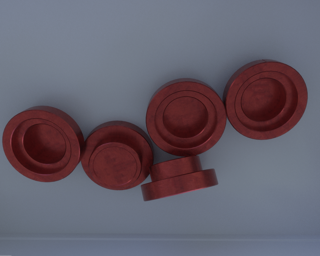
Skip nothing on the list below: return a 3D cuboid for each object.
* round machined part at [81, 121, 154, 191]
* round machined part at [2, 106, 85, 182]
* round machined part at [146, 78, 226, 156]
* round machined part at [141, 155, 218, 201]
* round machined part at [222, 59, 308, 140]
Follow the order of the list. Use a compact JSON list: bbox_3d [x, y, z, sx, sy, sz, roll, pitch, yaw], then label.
[{"bbox_3d":[-0.058,0.043,0.417,0.099,0.042,0.097,0,110,-1],"label":"round machined part"},{"bbox_3d":[-0.146,0.018,0.404,0.099,0.042,0.097,1,108,4],"label":"round machined part"},{"bbox_3d":[0.032,-0.016,0.396,0.099,0.042,0.097,0,111,0],"label":"round machined part"},{"bbox_3d":[0.023,0.064,0.405,0.098,0.098,0.042,-14,79,5],"label":"round machined part"},{"bbox_3d":[0.128,-0.038,0.390,0.099,0.042,0.097,0,110,-1],"label":"round machined part"}]
